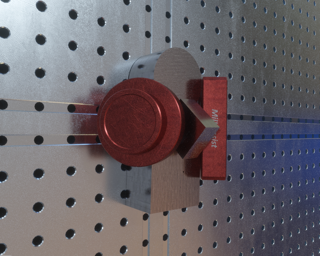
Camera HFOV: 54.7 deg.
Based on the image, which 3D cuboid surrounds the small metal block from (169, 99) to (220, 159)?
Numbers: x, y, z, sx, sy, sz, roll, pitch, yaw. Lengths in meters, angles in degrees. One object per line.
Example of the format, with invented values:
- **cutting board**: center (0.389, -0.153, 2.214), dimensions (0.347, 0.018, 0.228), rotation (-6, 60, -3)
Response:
- **small metal block**: center (0.034, 0.001, 0.366), dimensions (0.025, 0.050, 0.050), rotation (0, 133, -43)

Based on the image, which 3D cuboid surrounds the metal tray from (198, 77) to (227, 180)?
- **metal tray**: center (0.070, 0.001, 0.427), dimensions (0.030, 0.090, 0.129), rotation (1, 89, 3)

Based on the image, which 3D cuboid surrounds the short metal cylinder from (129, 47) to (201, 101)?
- **short metal cylinder**: center (0.008, -0.059, 0.398), dimensions (0.081, 0.050, 0.080), rotation (0, 90, -40)

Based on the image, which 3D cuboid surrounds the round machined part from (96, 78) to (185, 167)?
- **round machined part**: center (-0.025, -0.006, 0.335), dimensions (0.042, 0.098, 0.097), rotation (4, 87, -73)

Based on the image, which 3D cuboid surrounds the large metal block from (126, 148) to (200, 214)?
- **large metal block**: center (0.005, 0.059, 0.397), dimensions (0.081, 0.050, 0.080), rotation (3, 88, -40)
